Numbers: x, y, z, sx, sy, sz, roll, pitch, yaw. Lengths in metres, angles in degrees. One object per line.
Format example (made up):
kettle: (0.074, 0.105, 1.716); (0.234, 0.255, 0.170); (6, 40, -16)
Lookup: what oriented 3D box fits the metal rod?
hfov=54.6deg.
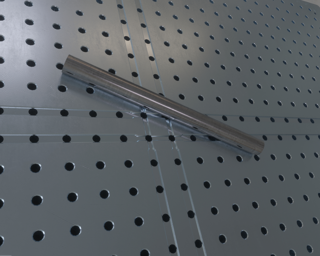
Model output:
metal rod: (0.015, -0.026, 0.431); (0.301, 0.025, 0.025); (23, 54, -15)
